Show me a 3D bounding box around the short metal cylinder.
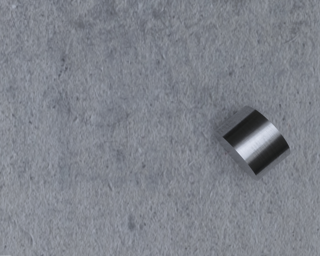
[{"bbox_3d":[0.112,0.019,0.384,0.050,0.080,0.080,-40,91,0],"label":"short metal cylinder"}]
